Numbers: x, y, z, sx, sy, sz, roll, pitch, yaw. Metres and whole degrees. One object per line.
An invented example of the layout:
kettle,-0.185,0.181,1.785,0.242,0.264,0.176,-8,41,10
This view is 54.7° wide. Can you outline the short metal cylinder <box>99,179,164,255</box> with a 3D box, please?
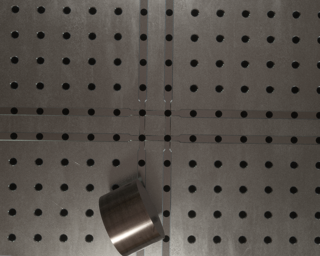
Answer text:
short metal cylinder,-0.034,0.111,0.386,0.050,0.080,0.080,-26,90,0
